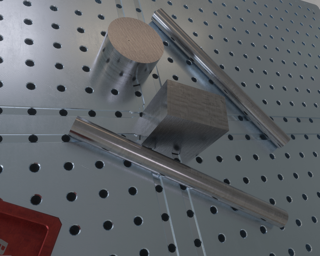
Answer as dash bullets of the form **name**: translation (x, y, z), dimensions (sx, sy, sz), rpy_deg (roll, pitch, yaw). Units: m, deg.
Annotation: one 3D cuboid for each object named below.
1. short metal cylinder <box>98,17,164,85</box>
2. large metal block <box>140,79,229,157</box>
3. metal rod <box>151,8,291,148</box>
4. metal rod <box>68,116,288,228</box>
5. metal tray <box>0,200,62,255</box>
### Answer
- **short metal cylinder**: translation (-0.042, -0.107, 0.435), dimensions (0.081, 0.050, 0.080), rpy_deg (14, 56, -21)
- **large metal block**: translation (0.028, -0.008, 0.393), dimensions (0.081, 0.080, 0.050), rpy_deg (14, 56, -21)
- **metal rod**: translation (0.098, -0.083, 0.511), dimensions (0.300, 0.025, 0.025), rpy_deg (46, 51, 4)
- **metal rod**: translation (0.033, 0.060, 0.388), dimensions (0.301, 0.025, 0.025), rpy_deg (25, 53, -13)
- **metal tray**: translation (-0.146, 0.126, 0.248), dimensions (0.090, 0.030, 0.130), rpy_deg (23, 53, -15)
